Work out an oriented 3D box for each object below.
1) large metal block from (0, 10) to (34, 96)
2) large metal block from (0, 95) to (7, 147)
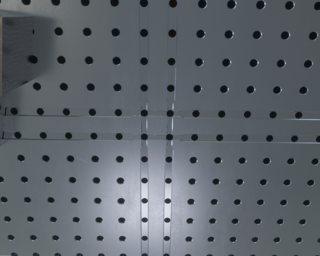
[{"bbox_3d":[-0.185,-0.089,0.350,0.050,0.080,0.079,9,110,-4],"label":"large metal block"},{"bbox_3d":[-0.251,-0.012,0.394,0.080,0.050,0.079,14,110,-5],"label":"large metal block"}]
